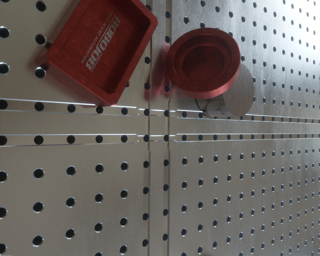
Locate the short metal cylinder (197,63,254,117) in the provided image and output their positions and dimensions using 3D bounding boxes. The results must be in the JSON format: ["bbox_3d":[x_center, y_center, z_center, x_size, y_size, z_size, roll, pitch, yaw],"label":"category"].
[{"bbox_3d":[0.101,-0.057,0.476,0.081,0.050,0.079,-1,92,-41],"label":"short metal cylinder"}]

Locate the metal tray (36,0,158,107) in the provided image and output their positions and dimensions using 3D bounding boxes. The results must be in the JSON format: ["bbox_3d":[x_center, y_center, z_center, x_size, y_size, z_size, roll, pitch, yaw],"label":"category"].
[{"bbox_3d":[-0.065,-0.100,0.351,0.090,0.030,0.130,37,67,-34],"label":"metal tray"}]

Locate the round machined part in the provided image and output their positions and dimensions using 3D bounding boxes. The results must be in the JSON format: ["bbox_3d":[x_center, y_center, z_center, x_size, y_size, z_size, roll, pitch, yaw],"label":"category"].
[{"bbox_3d":[0.060,-0.083,0.422,0.042,0.098,0.098,53,53,-65],"label":"round machined part"}]
